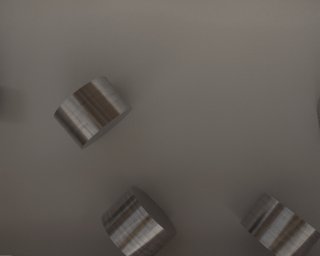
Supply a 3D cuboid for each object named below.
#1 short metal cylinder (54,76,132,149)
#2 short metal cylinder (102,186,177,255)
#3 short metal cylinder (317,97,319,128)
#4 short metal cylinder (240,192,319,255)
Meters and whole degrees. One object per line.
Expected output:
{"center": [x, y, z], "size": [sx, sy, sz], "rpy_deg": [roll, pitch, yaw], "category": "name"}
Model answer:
{"center": [-0.081, -0.018, 0.383], "size": [0.080, 0.080, 0.050], "rpy_deg": [-40, 91, 0], "category": "short metal cylinder"}
{"center": [-0.025, 0.119, 0.384], "size": [0.050, 0.080, 0.080], "rpy_deg": [-45, 91, 0], "category": "short metal cylinder"}
{"center": [0.243, -0.015, 0.387], "size": [0.050, 0.080, 0.080], "rpy_deg": [-9, 90, 0], "category": "short metal cylinder"}
{"center": [0.149, 0.125, 0.386], "size": [0.080, 0.080, 0.050], "rpy_deg": [38, 90, -1], "category": "short metal cylinder"}
